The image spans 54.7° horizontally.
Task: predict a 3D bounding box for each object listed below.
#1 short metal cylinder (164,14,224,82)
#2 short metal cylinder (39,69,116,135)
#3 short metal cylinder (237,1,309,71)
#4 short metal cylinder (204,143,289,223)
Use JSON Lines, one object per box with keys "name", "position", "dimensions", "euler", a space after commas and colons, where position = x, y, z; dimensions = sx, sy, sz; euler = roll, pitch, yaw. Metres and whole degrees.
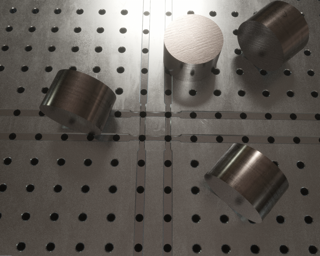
{"name": "short metal cylinder", "position": [0.045, -0.112, 0.440], "dimensions": [0.081, 0.050, 0.080], "euler": [0, 70, -1]}
{"name": "short metal cylinder", "position": [-0.103, -0.031, 0.392], "dimensions": [0.080, 0.080, 0.050], "euler": [18, 71, 6]}
{"name": "short metal cylinder", "position": [0.155, -0.127, 0.431], "dimensions": [0.050, 0.080, 0.080], "euler": [-39, 75, -13]}
{"name": "short metal cylinder", "position": [0.099, 0.063, 0.361], "dimensions": [0.080, 0.080, 0.050], "euler": [41, 75, 13]}
